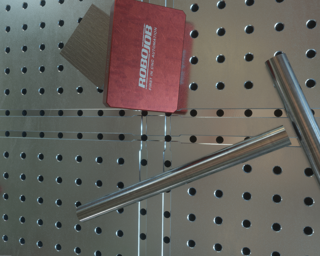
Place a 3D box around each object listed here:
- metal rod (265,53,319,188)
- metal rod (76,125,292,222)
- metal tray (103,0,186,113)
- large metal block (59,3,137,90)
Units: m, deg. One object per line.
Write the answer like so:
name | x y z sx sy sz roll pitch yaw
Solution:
metal rod | 0.189 0.056 0.346 0.025 0.025 0.299 -23 83 18
metal rod | 0.017 0.066 0.405 0.300 0.025 0.025 -24 82 18
metal tray | -0.020 -0.087 0.389 0.091 0.030 0.129 5 92 -19
large metal block | -0.074 -0.106 0.424 0.080 0.050 0.080 41 103 15
